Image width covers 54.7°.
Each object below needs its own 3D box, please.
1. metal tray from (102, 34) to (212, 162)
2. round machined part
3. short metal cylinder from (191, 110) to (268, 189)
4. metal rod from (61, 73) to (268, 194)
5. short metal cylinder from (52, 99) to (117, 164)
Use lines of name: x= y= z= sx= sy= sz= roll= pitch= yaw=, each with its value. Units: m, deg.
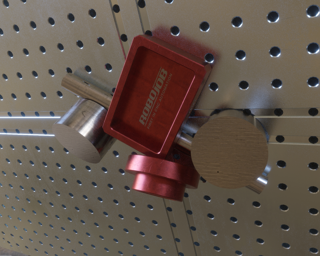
metal tray: x=-0.007 y=-0.034 z=0.372 sx=0.090 sy=0.030 sz=0.129 roll=28 pitch=115 yaw=10
round machined part: x=0.001 y=0.069 z=0.407 sx=0.098 sy=0.042 sz=0.098 roll=13 pitch=166 yaw=4
short metal cylinder: x=0.080 y=0.022 z=0.351 sx=0.080 sy=0.050 sz=0.079 roll=4 pitch=102 yaw=16
metal rod: x=-0.001 y=0.002 z=0.413 sx=0.301 sy=0.025 sz=0.025 roll=28 pitch=128 yaw=10
short metal cylinder: x=-0.103 y=0.005 z=0.437 sx=0.080 sy=0.050 sz=0.080 roll=23 pitch=146 yaw=17
